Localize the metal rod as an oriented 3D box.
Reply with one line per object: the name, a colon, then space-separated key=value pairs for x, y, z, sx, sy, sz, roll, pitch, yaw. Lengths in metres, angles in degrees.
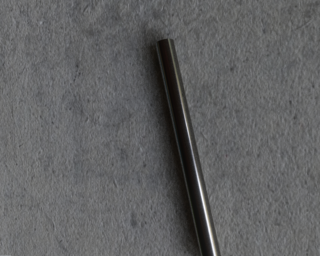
metal rod: x=0.036 y=0.033 z=0.395 sx=0.025 sy=0.025 sz=0.298 roll=-13 pitch=86 yaw=19
